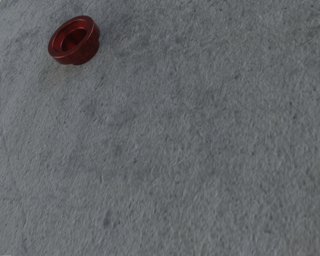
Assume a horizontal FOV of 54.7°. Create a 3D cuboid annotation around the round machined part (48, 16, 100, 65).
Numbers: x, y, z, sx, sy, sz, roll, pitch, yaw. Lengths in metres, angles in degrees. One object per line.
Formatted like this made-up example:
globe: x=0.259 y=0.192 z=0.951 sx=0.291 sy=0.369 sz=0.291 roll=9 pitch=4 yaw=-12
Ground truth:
round machined part: x=-0.150 y=-0.153 z=0.563 sx=0.098 sy=0.042 sz=0.098 roll=-13 pitch=56 yaw=20
